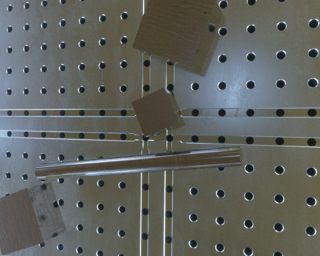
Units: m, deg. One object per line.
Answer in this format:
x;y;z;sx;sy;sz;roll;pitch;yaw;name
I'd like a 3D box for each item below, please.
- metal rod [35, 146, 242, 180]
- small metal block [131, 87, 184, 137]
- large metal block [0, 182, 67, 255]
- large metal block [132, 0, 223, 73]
-0.043;0.051;0.427;0.301;0.025;0.025;-7;88;19;metal rod
-0.003;-0.020;0.414;0.050;0.025;0.050;-23;82;18;small metal block
-0.201;0.136;0.470;0.080;0.050;0.080;-22;83;18;large metal block
0.023;-0.123;0.391;0.080;0.050;0.080;22;97;18;large metal block
